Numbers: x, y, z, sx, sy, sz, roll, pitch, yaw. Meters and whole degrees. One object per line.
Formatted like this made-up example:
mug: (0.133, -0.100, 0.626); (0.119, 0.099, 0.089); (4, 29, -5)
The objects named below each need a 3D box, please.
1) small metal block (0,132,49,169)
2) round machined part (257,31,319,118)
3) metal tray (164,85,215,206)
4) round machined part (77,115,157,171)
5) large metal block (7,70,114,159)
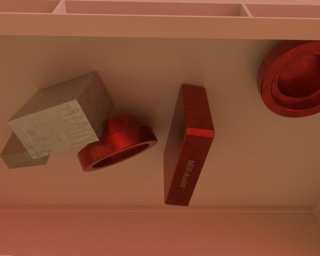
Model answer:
small metal block: (-0.173, 0.025, 0.411); (0.050, 0.050, 0.025); (-7, 130, 5)
round machined part: (0.158, -0.062, 0.348); (0.099, 0.042, 0.097); (-1, 130, 0)
metal tray: (0.031, 0.024, 0.387); (0.030, 0.090, 0.129); (7, 130, -6)
round machined part: (-0.056, 0.016, 0.389); (0.099, 0.042, 0.098); (-23, 169, -4)
large metal block: (-0.107, -0.017, 0.352); (0.080, 0.080, 0.050); (-16, 118, 13)
